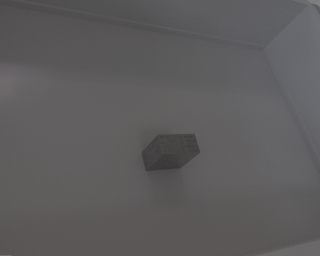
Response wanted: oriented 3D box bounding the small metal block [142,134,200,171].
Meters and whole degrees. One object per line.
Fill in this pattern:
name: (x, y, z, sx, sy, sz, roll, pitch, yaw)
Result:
small metal block: (0.012, 0.030, 0.378, 0.050, 0.050, 0.025, -1, 62, -28)
